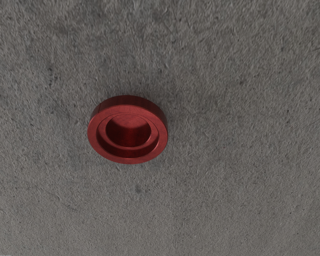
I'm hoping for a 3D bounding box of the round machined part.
[{"bbox_3d":[-0.039,-0.002,0.394,0.099,0.042,0.097,0,130,0],"label":"round machined part"}]
